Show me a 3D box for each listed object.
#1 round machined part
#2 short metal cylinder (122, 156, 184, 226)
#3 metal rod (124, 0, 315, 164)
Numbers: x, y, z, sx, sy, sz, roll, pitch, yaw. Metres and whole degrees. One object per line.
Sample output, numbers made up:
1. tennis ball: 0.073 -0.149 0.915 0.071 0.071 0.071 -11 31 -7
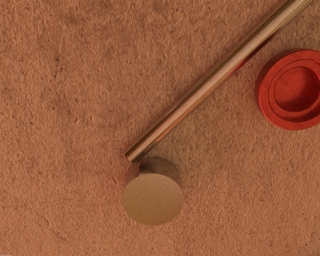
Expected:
1. round machined part: 0.166 -0.050 0.384 0.099 0.042 0.097 0 110 0
2. short metal cylinder: -0.009 0.086 0.428 0.081 0.050 0.079 0 110 0
3. metal rod: 0.066 -0.060 0.388 0.299 0.025 0.025 -43 105 14
